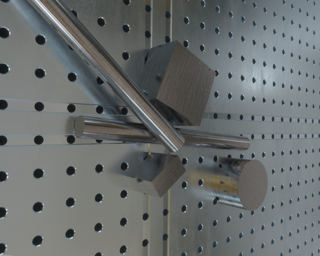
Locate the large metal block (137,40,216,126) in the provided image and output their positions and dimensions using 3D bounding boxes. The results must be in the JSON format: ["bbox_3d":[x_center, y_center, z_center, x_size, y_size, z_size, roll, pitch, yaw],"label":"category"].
[{"bbox_3d":[0.020,-0.055,0.410,0.080,0.050,0.080,29,72,-36],"label":"large metal block"}]

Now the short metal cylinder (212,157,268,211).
[{"bbox_3d":[0.130,0.089,0.502,0.081,0.050,0.079,0,90,-40],"label":"short metal cylinder"}]

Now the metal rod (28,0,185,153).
[{"bbox_3d":[-0.072,-0.080,0.330,0.300,0.025,0.025,48,62,-23],"label":"metal rod"}]

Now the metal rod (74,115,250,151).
[{"bbox_3d":[0.028,0.013,0.432,0.302,0.025,0.025,7,86,-40],"label":"metal rod"}]

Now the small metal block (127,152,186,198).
[{"bbox_3d":[-0.005,0.057,0.389,0.050,0.050,0.025,-41,116,-32],"label":"small metal block"}]
